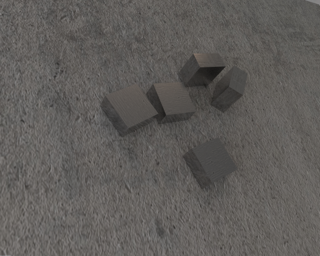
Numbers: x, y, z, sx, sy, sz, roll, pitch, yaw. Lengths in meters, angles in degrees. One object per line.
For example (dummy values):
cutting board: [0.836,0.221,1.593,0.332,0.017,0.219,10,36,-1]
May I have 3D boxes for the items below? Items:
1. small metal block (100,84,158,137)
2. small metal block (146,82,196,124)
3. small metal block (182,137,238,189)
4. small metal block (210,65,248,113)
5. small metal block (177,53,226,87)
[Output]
small metal block: [-0.039,-0.023,0.396,0.050,0.025,0.050,-28,77,-37]
small metal block: [0.015,-0.036,0.434,0.050,0.025,0.050,-9,66,-32]
small metal block: [0.067,0.046,0.411,0.050,0.025,0.050,-19,72,-35]
small metal block: [0.107,-0.060,0.482,0.025,0.050,0.050,30,52,-10]
small metal block: [0.063,-0.089,0.475,0.050,0.050,0.025,-9,67,-32]
